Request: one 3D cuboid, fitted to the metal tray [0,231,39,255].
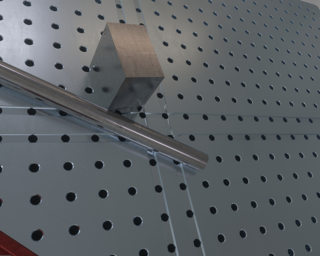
[{"bbox_3d":[-0.172,0.113,0.242,0.130,0.030,0.090,36,51,-4],"label":"metal tray"}]

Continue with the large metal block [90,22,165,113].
[{"bbox_3d":[-0.045,-0.074,0.394,0.050,0.080,0.080,-6,65,-31],"label":"large metal block"}]

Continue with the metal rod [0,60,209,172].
[{"bbox_3d":[-0.076,-0.015,0.376,0.302,0.025,0.025,25,53,-13],"label":"metal rod"}]
